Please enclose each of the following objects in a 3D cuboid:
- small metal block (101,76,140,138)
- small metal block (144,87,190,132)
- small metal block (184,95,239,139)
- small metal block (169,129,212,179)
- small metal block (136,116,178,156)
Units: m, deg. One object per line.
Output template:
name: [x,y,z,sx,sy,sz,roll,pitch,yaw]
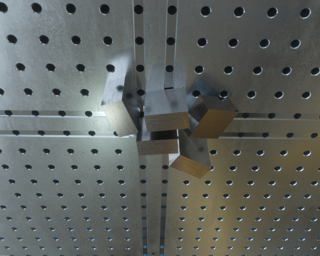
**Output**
small metal block: [-0.046,-0.026,0.373,0.025,0.050,0.050,-15,129,12]
small metal block: [0.008,-0.023,0.376,0.050,0.050,0.025,-5,130,4]
small metal block: [0.062,-0.013,0.391,0.050,0.025,0.050,3,135,-34]
small metal block: [0.040,0.036,0.426,0.050,0.050,0.025,25,126,-20]
small metal block: [-0.003,0.008,0.402,0.050,0.050,0.025,-3,130,2]
